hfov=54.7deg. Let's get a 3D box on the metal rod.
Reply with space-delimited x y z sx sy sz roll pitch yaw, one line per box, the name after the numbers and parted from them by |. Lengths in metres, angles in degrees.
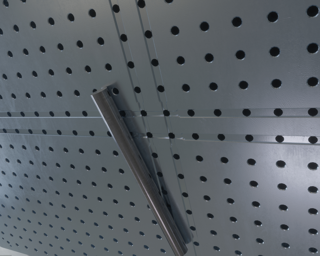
-0.024 0.078 0.472 0.025 0.025 0.299 -12 113 33 | metal rod
